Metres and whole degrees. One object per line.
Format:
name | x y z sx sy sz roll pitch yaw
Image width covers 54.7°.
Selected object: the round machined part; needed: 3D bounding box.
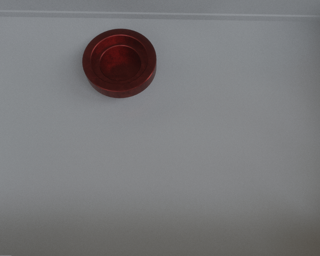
round machined part | -0.054 -0.085 0.431 0.099 0.042 0.098 0 70 -1
